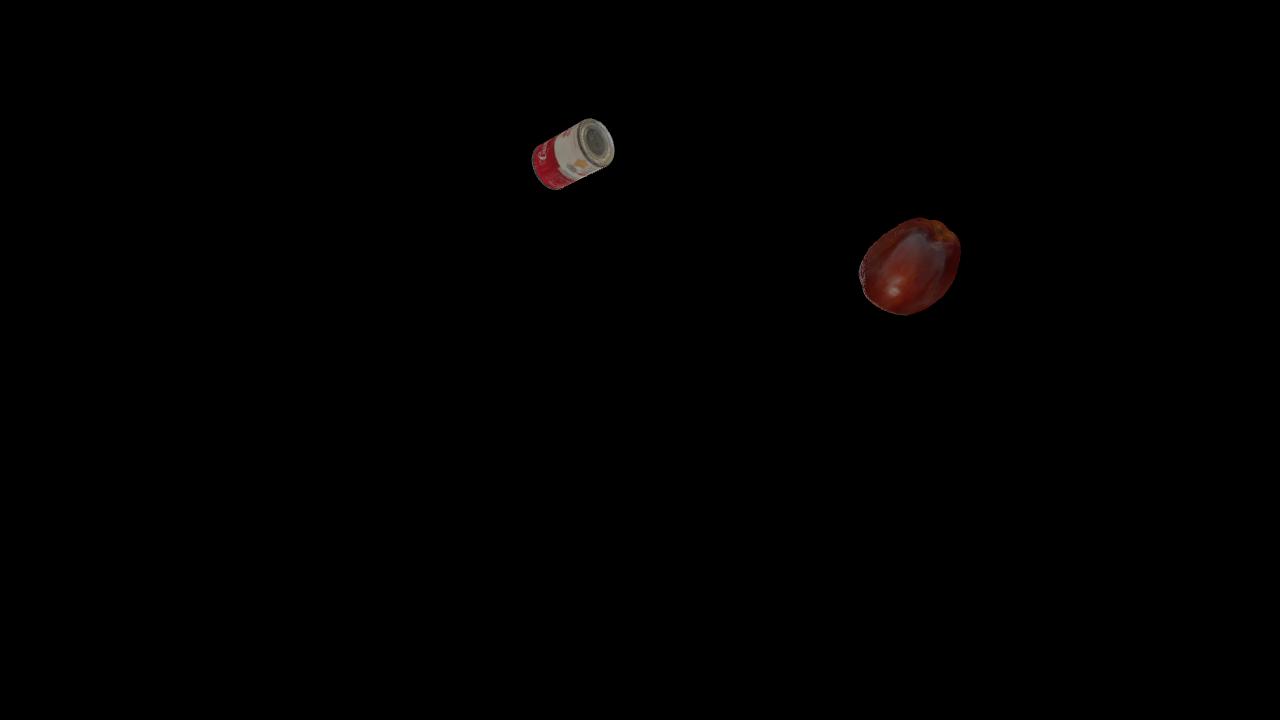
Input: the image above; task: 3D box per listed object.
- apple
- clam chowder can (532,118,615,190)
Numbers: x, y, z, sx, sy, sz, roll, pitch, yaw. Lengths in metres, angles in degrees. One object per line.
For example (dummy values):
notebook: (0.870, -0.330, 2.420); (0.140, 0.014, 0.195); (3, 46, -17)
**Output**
apple: (0.247, -0.083, 0.565); (0.079, 0.079, 0.093); (0, -42, -27)
clam chowder can: (-0.093, -0.284, 0.855); (0.102, 0.068, 0.068); (-9, -6, 42)
